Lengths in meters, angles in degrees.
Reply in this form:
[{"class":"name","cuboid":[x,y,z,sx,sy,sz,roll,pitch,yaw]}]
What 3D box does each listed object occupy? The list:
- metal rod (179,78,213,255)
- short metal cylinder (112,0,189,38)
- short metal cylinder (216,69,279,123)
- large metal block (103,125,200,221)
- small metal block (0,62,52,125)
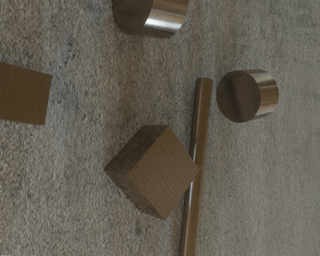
[{"class":"metal rod","cuboid":[0.051,0.076,0.449,0.025,0.025,0.298,11,83,-40]},{"class":"short metal cylinder","cuboid":[-0.013,-0.147,0.360,0.050,0.080,0.079,-7,95,-40]},{"class":"short metal cylinder","cuboid":[0.136,-0.051,0.486,0.050,0.080,0.079,-12,98,-40]},{"class":"large metal block","cuboid":[-0.008,0.052,0.384,0.080,0.050,0.080,-50,120,-28]},{"class":"small metal block","cuboid":[-0.135,-0.031,0.292,0.050,0.025,0.050,11,83,-40]}]
